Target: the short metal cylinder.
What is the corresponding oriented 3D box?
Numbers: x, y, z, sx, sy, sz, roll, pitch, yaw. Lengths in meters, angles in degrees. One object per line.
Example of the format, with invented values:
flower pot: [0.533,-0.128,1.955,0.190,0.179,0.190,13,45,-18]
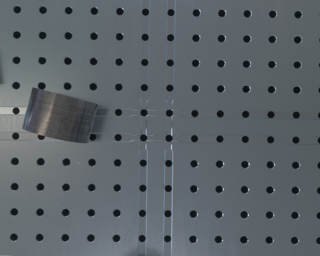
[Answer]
short metal cylinder: [-0.123,-0.015,0.385,0.080,0.080,0.050,15,90,0]
